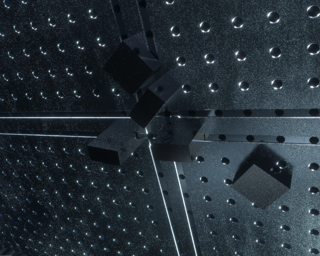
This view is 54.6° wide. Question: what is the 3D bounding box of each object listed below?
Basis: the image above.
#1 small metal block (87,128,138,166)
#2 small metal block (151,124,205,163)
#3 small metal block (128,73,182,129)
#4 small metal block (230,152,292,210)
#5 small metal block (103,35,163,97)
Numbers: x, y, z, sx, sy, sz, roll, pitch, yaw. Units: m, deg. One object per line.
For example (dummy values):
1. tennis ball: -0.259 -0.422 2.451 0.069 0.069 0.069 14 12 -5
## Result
1. small metal block: -0.067 0.027 0.448 0.050 0.050 0.025 8 122 24
2. small metal block: 0.024 0.018 0.394 0.050 0.050 0.025 2 119 27
3. small metal block: -0.006 -0.033 0.378 0.025 0.050 0.050 41 129 0
4. small metal block: 0.126 0.067 0.387 0.050 0.025 0.050 35 129 4
5. small metal block: -0.034 -0.076 0.383 0.050 0.025 0.050 45 129 -3
